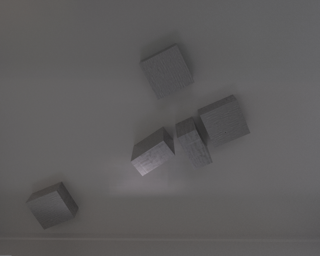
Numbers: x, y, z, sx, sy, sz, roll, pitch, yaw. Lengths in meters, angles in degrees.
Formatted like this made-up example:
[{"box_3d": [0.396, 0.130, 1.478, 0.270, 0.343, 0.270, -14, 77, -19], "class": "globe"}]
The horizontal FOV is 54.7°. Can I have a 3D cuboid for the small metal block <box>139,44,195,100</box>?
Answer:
[{"box_3d": [0.009, -0.070, 0.385, 0.050, 0.025, 0.050, -25, 108, 9], "class": "small metal block"}]

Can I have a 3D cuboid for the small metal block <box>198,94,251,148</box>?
[{"box_3d": [0.084, -0.009, 0.409, 0.050, 0.025, 0.050, -24, 109, 8], "class": "small metal block"}]

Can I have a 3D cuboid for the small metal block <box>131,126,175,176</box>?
[{"box_3d": [-0.009, 0.029, 0.409, 0.050, 0.050, 0.025, -33, 107, 11], "class": "small metal block"}]

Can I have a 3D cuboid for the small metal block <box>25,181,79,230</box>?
[{"box_3d": [-0.156, 0.113, 0.452, 0.050, 0.025, 0.050, -23, 109, 8], "class": "small metal block"}]

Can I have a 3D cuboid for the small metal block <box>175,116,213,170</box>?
[{"box_3d": [0.044, 0.019, 0.405, 0.025, 0.050, 0.050, -26, 108, 9], "class": "small metal block"}]
